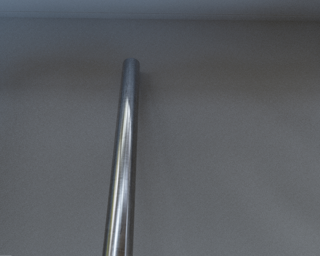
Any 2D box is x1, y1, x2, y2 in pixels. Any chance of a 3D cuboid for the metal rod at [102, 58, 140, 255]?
[{"bbox_3d":[-0.038,0.018,0.340,0.025,0.025,0.300,-1,46,0],"label":"metal rod"}]
